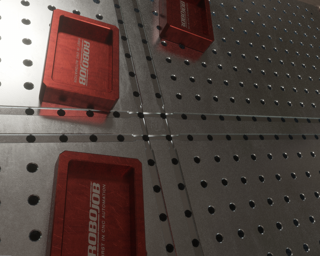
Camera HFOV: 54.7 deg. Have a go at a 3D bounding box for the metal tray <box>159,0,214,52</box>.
[{"bbox_3d":[0.046,-0.204,0.556,0.091,0.030,0.130,13,56,-21],"label":"metal tray"}]

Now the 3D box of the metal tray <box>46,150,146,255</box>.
[{"bbox_3d":[-0.063,0.092,0.315,0.091,0.030,0.130,9,58,-24],"label":"metal tray"}]

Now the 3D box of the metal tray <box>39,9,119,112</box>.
[{"bbox_3d":[-0.101,-0.089,0.405,0.091,0.030,0.130,10,57,-23],"label":"metal tray"}]
